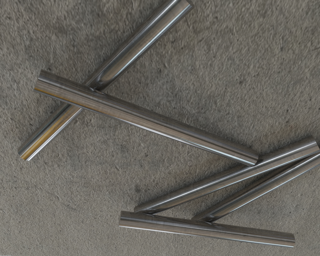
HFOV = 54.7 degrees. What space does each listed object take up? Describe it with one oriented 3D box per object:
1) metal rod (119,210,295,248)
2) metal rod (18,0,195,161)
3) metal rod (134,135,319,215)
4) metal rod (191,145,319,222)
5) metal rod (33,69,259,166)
[{"bbox_3d":[0.083,0.171,0.518,0.302,0.025,0.025,10,129,-9],"label":"metal rod"},{"bbox_3d":[-0.081,-0.046,0.367,0.299,0.025,0.025,-37,121,27],"label":"metal rod"},{"bbox_3d":[0.089,0.083,0.478,0.300,0.025,0.025,-26,126,20],"label":"metal rod"},{"bbox_3d":[0.167,0.088,0.483,0.025,0.025,0.299,36,121,-27],"label":"metal rod"},{"bbox_3d":[0.003,-0.003,0.383,0.302,0.025,0.025,20,128,-24],"label":"metal rod"}]
